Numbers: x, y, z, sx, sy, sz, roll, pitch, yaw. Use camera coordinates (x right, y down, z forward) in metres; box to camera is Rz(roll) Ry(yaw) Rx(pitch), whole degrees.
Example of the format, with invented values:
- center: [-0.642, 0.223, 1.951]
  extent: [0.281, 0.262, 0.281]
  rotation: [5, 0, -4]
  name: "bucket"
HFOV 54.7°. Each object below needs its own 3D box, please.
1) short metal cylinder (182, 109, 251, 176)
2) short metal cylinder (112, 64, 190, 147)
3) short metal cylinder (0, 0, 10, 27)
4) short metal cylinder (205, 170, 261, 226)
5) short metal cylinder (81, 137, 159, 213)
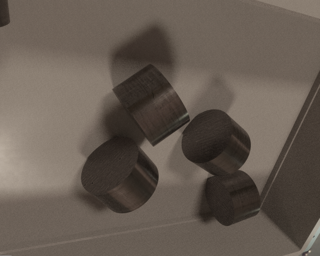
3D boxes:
- center: [0.077, 0.021, 0.430]
  extent: [0.080, 0.080, 0.050]
  rotation: [-50, 129, 7]
  name: "short metal cylinder"
- center: [-0.010, -0.025, 0.353]
  extent: [0.050, 0.080, 0.080]
  rotation: [-36, 129, -5]
  name: "short metal cylinder"
- center: [-0.156, -0.104, 0.224]
  extent: [0.081, 0.080, 0.050]
  rotation: [-8, 122, -25]
  name: "short metal cylinder"
- center: [0.118, 0.114, 0.511]
  extent: [0.050, 0.080, 0.079]
  rotation: [-12, 124, -22]
  name: "short metal cylinder"
- center: [-0.049, 0.057, 0.383]
  extent: [0.080, 0.080, 0.050]
  rotation: [-38, 130, -3]
  name: "short metal cylinder"
